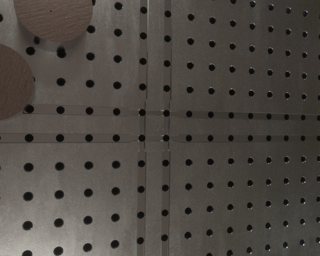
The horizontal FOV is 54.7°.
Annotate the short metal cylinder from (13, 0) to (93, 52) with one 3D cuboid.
[{"bbox_3d":[-0.121,-0.132,0.355,0.081,0.050,0.079,0,90,-20],"label":"short metal cylinder"}]

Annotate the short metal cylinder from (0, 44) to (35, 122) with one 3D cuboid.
[{"bbox_3d":[-0.179,-0.047,0.333,0.081,0.050,0.079,0,90,-21],"label":"short metal cylinder"}]
